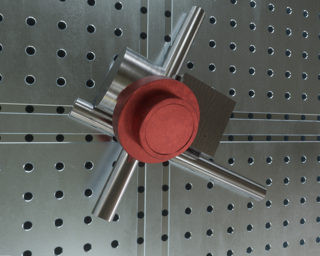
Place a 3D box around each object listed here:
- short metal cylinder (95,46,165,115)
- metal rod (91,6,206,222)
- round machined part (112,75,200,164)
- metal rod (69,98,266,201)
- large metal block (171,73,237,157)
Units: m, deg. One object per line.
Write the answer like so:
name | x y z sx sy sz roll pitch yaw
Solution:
short metal cylinder | -0.037 -0.049 0.370 0.050 0.080 0.080 26 81 -19
metal rod | -0.007 -0.030 0.390 0.025 0.025 0.300 30 73 -18
round machined part | 0.002 -0.005 0.335 0.099 0.042 0.097 -10 114 -24
metal rod | 0.024 0.037 0.422 0.302 0.025 0.025 26 81 -19
large metal block | 0.042 -0.016 0.412 0.080 0.050 0.080 27 81 -18
